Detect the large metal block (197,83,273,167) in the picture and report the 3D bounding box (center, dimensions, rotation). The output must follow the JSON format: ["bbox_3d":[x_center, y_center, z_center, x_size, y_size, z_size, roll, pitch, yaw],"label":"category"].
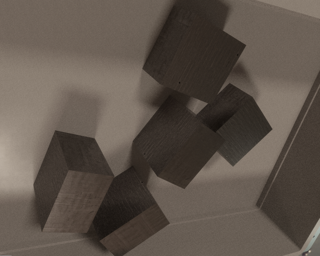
[{"bbox_3d":[0.104,-0.004,0.449,0.080,0.050,0.080,-44,130,2],"label":"large metal block"}]

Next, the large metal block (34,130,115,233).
[{"bbox_3d":[-0.102,0.061,0.356,0.050,0.080,0.080,15,111,-35],"label":"large metal block"}]

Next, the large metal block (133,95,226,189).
[{"bbox_3d":[0.022,0.016,0.397,0.050,0.080,0.080,32,100,-39],"label":"large metal block"}]

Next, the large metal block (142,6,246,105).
[{"bbox_3d":[0.039,-0.083,0.364,0.081,0.050,0.080,17,109,-35],"label":"large metal block"}]

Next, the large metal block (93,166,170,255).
[{"bbox_3d":[-0.046,0.111,0.418,0.080,0.080,0.050,-32,129,-8],"label":"large metal block"}]
